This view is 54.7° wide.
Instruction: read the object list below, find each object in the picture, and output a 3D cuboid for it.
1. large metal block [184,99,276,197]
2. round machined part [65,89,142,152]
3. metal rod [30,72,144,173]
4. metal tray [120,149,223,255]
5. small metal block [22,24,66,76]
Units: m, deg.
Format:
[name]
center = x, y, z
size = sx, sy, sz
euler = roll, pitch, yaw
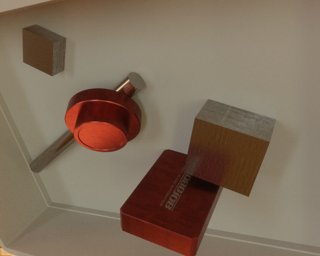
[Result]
[large metal block]
center = 0.080, 0.022, 0.363
size = 0.080, 0.050, 0.079
euler = 19, 126, 16
[round machined part]
center = -0.075, -0.003, 0.405
size = 0.099, 0.042, 0.097
euler = 1, 143, 1
[metal rod]
center = -0.128, 0.006, 0.477
size = 0.299, 0.025, 0.025
euler = -33, 100, 38
[metal tray]
center = 0.022, 0.083, 0.380
size = 0.090, 0.131, 0.030
euler = 15, 124, 19
[small metal block]
center = -0.159, -0.106, 0.424
size = 0.050, 0.025, 0.050
euler = 26, 128, 11
